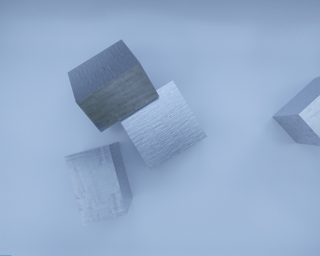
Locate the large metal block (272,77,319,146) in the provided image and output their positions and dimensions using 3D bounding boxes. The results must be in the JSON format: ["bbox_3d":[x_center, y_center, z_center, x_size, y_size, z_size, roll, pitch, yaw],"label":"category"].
[{"bbox_3d":[0.201,-0.024,0.387,0.080,0.080,0.050,-42,91,0],"label":"large metal block"}]

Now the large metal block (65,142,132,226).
[{"bbox_3d":[-0.071,0.063,0.383,0.050,0.080,0.080,-15,90,0],"label":"large metal block"}]

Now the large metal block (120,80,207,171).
[{"bbox_3d":[0.002,-0.003,0.399,0.080,0.050,0.080,-31,90,0],"label":"large metal block"}]

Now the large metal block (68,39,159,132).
[{"bbox_3d":[-0.059,-0.054,0.376,0.080,0.080,0.050,-32,129,0],"label":"large metal block"}]
